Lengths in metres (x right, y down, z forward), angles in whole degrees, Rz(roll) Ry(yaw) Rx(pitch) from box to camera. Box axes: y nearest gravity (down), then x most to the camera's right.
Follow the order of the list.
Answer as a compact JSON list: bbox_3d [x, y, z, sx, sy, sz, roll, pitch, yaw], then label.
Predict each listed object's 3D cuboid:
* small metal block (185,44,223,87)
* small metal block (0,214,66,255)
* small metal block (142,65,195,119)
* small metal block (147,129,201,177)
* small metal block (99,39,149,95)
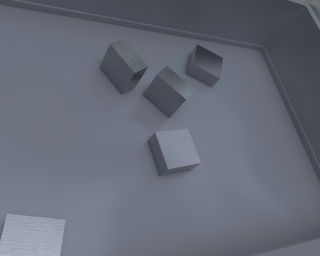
[{"bbox_3d":[0.073,-0.102,0.510,0.050,0.025,0.050,24,53,-14],"label":"small metal block"},{"bbox_3d":[-0.117,0.108,0.278,0.050,0.025,0.050,13,56,-21],"label":"small metal block"},{"bbox_3d":[0.011,-0.049,0.427,0.050,0.050,0.025,41,51,0],"label":"small metal block"},{"bbox_3d":[0.018,0.031,0.398,0.050,0.025,0.050,-6,65,-31],"label":"small metal block"},{"bbox_3d":[-0.049,-0.081,0.414,0.025,0.050,0.050,-34,81,-38],"label":"small metal block"}]
